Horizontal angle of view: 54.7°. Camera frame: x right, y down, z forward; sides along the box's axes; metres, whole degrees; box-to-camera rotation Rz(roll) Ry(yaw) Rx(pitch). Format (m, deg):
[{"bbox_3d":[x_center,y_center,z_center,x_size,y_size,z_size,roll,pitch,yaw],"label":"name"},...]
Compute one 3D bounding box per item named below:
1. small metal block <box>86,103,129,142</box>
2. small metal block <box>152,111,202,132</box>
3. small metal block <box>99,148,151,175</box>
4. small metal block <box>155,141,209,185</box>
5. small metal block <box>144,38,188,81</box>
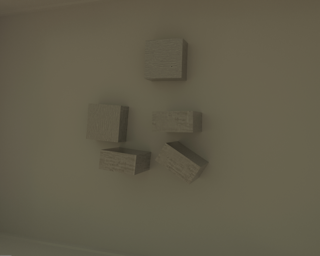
[{"bbox_3d":[-0.074,-0.008,0.435,0.050,0.025,0.050,5,92,19],"label":"small metal block"},{"bbox_3d":[0.023,-0.008,0.389,0.050,0.050,0.025,0,90,19],"label":"small metal block"},{"bbox_3d":[-0.045,0.043,0.412,0.050,0.050,0.025,7,93,19],"label":"small metal block"},{"bbox_3d":[0.029,0.042,0.386,0.050,0.050,0.025,34,101,16],"label":"small metal block"},{"bbox_3d":[0.008,-0.088,0.407,0.050,0.025,0.050,2,91,19],"label":"small metal block"}]
